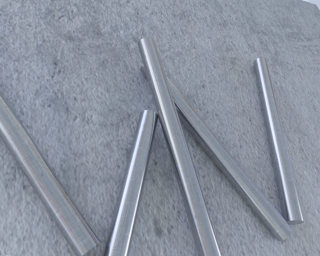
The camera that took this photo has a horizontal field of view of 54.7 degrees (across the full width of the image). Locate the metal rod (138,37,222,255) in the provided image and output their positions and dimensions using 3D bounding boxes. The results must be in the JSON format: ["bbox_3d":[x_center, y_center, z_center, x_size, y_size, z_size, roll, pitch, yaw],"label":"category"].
[{"bbox_3d":[0.020,0.017,0.388,0.025,0.025,0.299,-5,70,-31],"label":"metal rod"}]

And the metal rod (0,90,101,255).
[{"bbox_3d":[-0.156,-0.001,0.320,0.025,0.025,0.299,-30,78,-38],"label":"metal rod"}]

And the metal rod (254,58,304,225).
[{"bbox_3d":[0.187,0.003,0.505,0.025,0.025,0.299,15,56,-21],"label":"metal rod"}]

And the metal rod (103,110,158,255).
[{"bbox_3d":[-0.039,0.104,0.320,0.025,0.025,0.300,23,53,-15],"label":"metal rod"}]

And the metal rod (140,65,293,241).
[{"bbox_3d":[0.073,0.025,0.429,0.025,0.025,0.300,-32,80,-38],"label":"metal rod"}]
